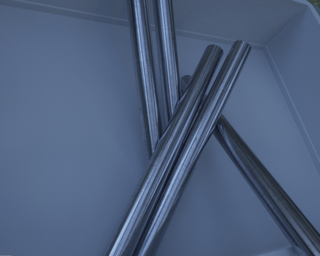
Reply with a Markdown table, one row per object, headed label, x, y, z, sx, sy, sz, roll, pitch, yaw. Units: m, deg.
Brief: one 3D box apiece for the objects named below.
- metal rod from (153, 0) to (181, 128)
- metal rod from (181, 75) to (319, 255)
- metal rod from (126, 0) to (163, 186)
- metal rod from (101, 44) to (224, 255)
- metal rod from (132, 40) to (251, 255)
| label | x | y | z | sx | sy | sz | roll | pitch | yaw |
| --- | --- | --- | --- | --- | --- | --- | --- | --- | --- |
| metal rod | 0.009 | -0.101 | 0.389 | 0.025 | 0.025 | 0.298 | -6 | 91 | -31 |
| metal rod | 0.085 | 0.018 | 0.359 | 0.025 | 0.025 | 0.300 | 6 | 34 | -25 |
| metal rod | -0.019 | -0.077 | 0.367 | 0.025 | 0.025 | 0.298 | -6 | 89 | -31 |
| metal rod | 0.012 | 0.017 | 0.347 | 0.025 | 0.025 | 0.300 | 31 | 63 | -8 |
| metal rod | 0.040 | 0.019 | 0.356 | 0.025 | 0.025 | 0.300 | 31 | 70 | -8 |
